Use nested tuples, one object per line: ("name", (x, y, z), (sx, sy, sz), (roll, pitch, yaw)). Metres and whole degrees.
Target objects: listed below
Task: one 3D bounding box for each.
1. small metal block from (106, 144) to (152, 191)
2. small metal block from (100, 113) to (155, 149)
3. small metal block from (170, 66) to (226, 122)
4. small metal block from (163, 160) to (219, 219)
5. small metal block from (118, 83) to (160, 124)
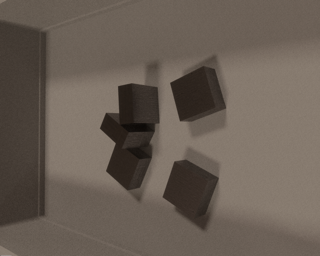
("small metal block", (-0.045, 0.052, 0.442), (0.050, 0.025, 0.050), (33, 110, 34))
("small metal block", (-0.045, 0.003, 0.425), (0.050, 0.050, 0.025), (38, 114, 33))
("small metal block", (0.045, -0.039, 0.369), (0.050, 0.025, 0.050), (-22, 76, 37))
("small metal block", (0.036, 0.073, 0.375), (0.050, 0.025, 0.050), (27, 107, 36))
("small metal block", (-0.027, -0.030, 0.411), (0.025, 0.050, 0.050), (-5, 87, 39))
